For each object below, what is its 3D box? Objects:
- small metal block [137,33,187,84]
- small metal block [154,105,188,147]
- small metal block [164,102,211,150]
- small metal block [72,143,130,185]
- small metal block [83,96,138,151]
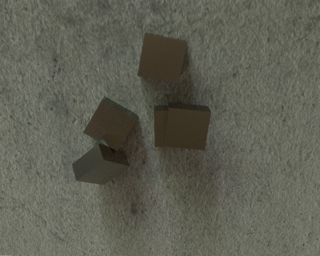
[{"bbox_3d":[0.002,-0.086,0.378,0.050,0.025,0.050,10,110,-4],"label":"small metal block"},{"bbox_3d":[0.018,-0.003,0.409,0.050,0.025,0.050,-1,110,0],"label":"small metal block"},{"bbox_3d":[0.033,-0.002,0.383,0.050,0.025,0.050,6,110,-3],"label":"small metal block"},{"bbox_3d":[-0.078,0.049,0.410,0.050,0.025,0.050,-37,147,20],"label":"small metal block"},{"bbox_3d":[-0.064,-0.006,0.406,0.050,0.025,0.050,30,106,-11],"label":"small metal block"}]
